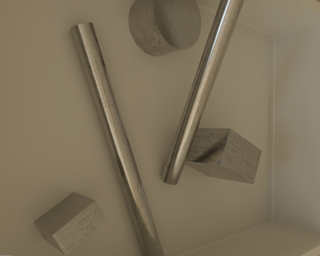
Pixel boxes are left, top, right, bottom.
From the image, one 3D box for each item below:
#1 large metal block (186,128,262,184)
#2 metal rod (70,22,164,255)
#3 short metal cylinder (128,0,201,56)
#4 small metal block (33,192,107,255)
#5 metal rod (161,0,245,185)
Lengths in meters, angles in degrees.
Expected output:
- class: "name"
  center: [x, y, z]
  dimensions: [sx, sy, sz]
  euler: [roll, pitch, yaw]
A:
- class: "large metal block"
  center: [0.084, 0.039, 0.444]
  dimensions: [0.080, 0.080, 0.050]
  euler: [30, 71, -36]
- class: "metal rod"
  center: [-0.046, 0.029, 0.369]
  dimensions: [0.025, 0.025, 0.298]
  euler: [-26, 107, -37]
- class: "short metal cylinder"
  center: [0.007, -0.137, 0.398]
  dimensions: [0.081, 0.050, 0.079]
  euler: [0, 90, -40]
- class: "small metal block"
  center: [-0.092, 0.094, 0.315]
  dimensions: [0.050, 0.050, 0.025]
  euler: [-37, 113, -34]
- class: "metal rod"
  center: [0.056, -0.063, 0.374]
  dimensions: [0.025, 0.025, 0.298]
  euler: [0, 116, -40]
